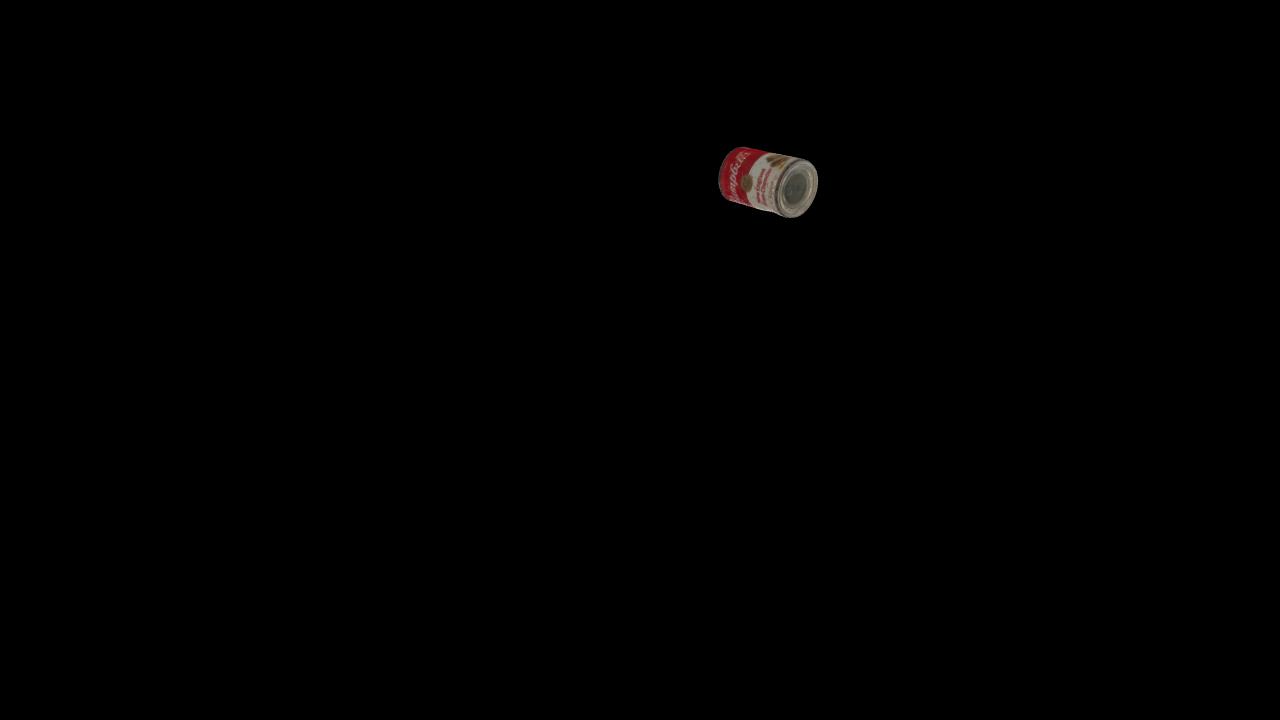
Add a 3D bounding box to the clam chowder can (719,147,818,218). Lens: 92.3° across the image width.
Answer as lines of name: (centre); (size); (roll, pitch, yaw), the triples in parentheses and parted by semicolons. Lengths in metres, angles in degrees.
clam chowder can: (0.152, -0.212, 0.733); (0.068, 0.068, 0.102); (0, 23, -38)
